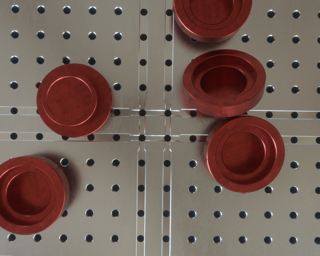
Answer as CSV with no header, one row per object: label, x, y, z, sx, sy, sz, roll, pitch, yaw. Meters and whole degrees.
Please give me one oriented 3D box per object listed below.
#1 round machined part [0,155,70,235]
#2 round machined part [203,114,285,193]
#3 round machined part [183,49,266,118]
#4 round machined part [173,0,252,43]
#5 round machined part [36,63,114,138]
round machined part,-0.167,0.084,0.403,0.099,0.042,0.097,0,90,-1
round machined part,0.105,0.031,0.402,0.099,0.042,0.097,-1,98,-4
round machined part,0.080,-0.051,0.390,0.099,0.042,0.098,-5,53,7
round machined part,0.066,-0.160,0.406,0.099,0.042,0.097,0,90,-1
round machined part,-0.112,-0.036,0.403,0.099,0.042,0.097,0,90,-1
